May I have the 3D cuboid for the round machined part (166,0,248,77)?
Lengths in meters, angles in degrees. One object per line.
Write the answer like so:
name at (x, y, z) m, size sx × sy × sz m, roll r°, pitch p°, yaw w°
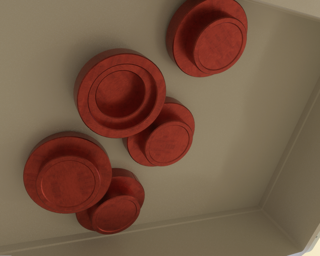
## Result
round machined part at (0.060, -0.102, 0.359) m, size 0.099 × 0.042 × 0.097 m, roll -15°, pitch 132°, yaw -17°

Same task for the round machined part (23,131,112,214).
round machined part at (-0.105, 0.056, 0.357) m, size 0.099 × 0.042 × 0.097 m, roll -4°, pitch 107°, yaw -14°

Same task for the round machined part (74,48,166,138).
round machined part at (-0.046, -0.041, 0.345) m, size 0.099 × 0.042 × 0.097 m, roll -12°, pitch 122°, yaw -20°

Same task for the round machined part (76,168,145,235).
round machined part at (-0.066, 0.107, 0.428) m, size 0.099 × 0.042 × 0.097 m, roll -14°, pitch 124°, yaw -21°

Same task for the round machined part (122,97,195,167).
round machined part at (0.004, 0.011, 0.406) m, size 0.099 × 0.042 × 0.097 m, roll -14°, pitch 124°, yaw -21°
